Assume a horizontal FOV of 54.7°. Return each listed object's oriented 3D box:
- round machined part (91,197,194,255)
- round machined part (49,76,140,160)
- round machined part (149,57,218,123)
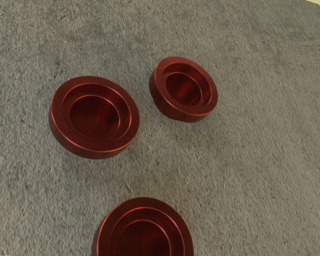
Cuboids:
[{"bbox_3d":[-0.019,0.122,0.308,0.099,0.042,0.098,14,56,-21],"label":"round machined part"},{"bbox_3d":[-0.077,-0.008,0.357,0.099,0.042,0.098,14,56,-21],"label":"round machined part"},{"bbox_3d":[0.029,-0.050,0.439,0.099,0.042,0.098,14,56,-21],"label":"round machined part"}]
